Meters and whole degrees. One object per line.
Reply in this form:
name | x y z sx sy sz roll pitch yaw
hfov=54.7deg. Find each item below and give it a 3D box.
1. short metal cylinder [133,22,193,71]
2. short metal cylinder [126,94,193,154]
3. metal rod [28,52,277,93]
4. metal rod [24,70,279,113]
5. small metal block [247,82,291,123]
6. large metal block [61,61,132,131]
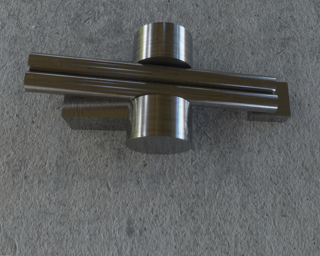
short metal cylinder | 0.004 -0.095 0.415 0.080 0.080 0.050 1 70 0
short metal cylinder | 0.000 -0.002 0.381 0.080 0.080 0.050 1 70 0
metal rod | -0.003 -0.066 0.386 0.302 0.025 0.025 4 70 -7
metal rod | -0.004 -0.043 0.377 0.302 0.025 0.025 4 70 -7
small metal block | 0.147 -0.036 0.424 0.050 0.025 0.050 3 70 1
large metal block | -0.078 -0.042 0.411 0.080 0.050 0.080 2 70 0
